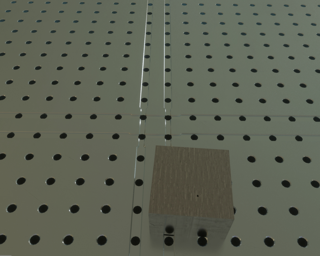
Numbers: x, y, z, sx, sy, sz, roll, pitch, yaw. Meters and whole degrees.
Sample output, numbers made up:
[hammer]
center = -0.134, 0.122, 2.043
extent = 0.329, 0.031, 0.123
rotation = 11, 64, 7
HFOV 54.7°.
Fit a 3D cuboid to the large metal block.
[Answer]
[large metal block]
center = 0.032, 0.068, 0.335
extent = 0.080, 0.050, 0.080
rotation = 4, 50, 2
